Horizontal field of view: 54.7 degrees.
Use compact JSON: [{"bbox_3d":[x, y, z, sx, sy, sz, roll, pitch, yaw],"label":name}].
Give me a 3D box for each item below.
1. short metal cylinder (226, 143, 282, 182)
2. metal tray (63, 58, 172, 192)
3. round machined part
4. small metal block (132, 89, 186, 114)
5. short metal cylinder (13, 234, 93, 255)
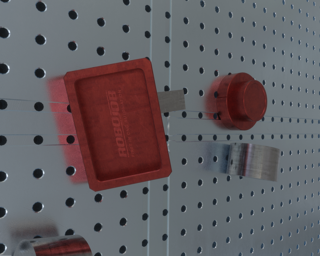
[{"bbox_3d":[0.151,0.056,0.501,0.081,0.080,0.050,16,80,-39],"label":"short metal cylinder"},{"bbox_3d":[-0.043,-0.004,0.338,0.091,0.030,0.129,-11,99,-3],"label":"metal tray"},{"bbox_3d":[0.143,-0.044,0.518,0.099,0.042,0.097,0,90,-40],"label":"round machined part"},{"bbox_3d":[-0.004,-0.032,0.390,0.050,0.050,0.025,-12,98,-40],"label":"small metal block"},{"bbox_3d":[-0.102,0.144,0.289,0.050,0.080,0.080,10,84,-40],"label":"short metal cylinder"}]
